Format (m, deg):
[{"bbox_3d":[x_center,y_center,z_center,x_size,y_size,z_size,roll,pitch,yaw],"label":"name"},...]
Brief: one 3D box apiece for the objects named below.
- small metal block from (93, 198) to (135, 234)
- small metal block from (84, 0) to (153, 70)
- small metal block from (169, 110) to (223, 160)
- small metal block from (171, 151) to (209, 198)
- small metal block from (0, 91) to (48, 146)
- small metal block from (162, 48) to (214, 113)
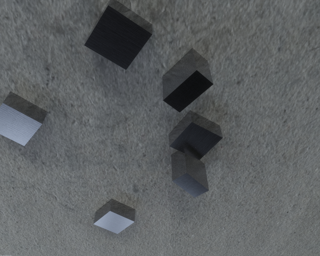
[{"bbox_3d":[-0.079,0.154,0.537,0.050,0.025,0.050,33,123,-25],"label":"small metal block"},{"bbox_3d":[-0.043,-0.097,0.324,0.050,0.025,0.050,28,124,-22],"label":"small metal block"},{"bbox_3d":[0.047,0.011,0.417,0.050,0.025,0.050,26,125,-21],"label":"small metal block"},{"bbox_3d":[0.043,0.064,0.446,0.025,0.050,0.050,-34,123,25],"label":"small metal block"},{"bbox_3d":[-0.182,-0.011,0.395,0.050,0.025,0.050,33,122,-25],"label":"small metal block"},{"bbox_3d":[0.029,-0.054,0.346,0.025,0.050,0.050,35,122,-26],"label":"small metal block"}]
